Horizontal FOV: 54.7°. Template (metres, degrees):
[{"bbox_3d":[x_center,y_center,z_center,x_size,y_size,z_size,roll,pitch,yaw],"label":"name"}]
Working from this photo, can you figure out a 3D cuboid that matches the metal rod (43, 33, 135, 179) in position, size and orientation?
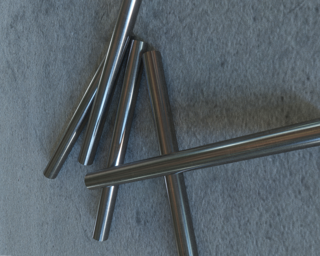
[{"bbox_3d":[-0.124,-0.027,0.504,0.025,0.025,0.298,49,119,28],"label":"metal rod"}]

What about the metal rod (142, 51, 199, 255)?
[{"bbox_3d":[0.015,0.047,0.390,0.025,0.025,0.298,-17,79,38],"label":"metal rod"}]

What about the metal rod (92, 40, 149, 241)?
[{"bbox_3d":[-0.060,0.025,0.451,0.025,0.025,0.298,21,103,38],"label":"metal rod"}]

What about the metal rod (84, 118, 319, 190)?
[{"bbox_3d":[0.031,0.037,0.350,0.300,0.025,0.025,-16,80,30],"label":"metal rod"}]

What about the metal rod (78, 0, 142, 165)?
[{"bbox_3d":[-0.072,-0.074,0.442,0.025,0.025,0.298,38,119,33],"label":"metal rod"}]
